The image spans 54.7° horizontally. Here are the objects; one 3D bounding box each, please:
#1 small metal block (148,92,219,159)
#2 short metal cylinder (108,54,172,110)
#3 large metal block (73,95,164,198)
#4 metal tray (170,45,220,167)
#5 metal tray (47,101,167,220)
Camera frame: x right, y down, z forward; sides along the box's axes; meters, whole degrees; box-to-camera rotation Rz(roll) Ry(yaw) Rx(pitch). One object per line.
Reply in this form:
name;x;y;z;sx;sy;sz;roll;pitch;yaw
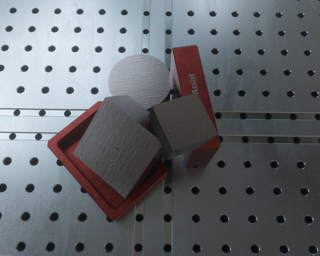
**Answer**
small metal block;0.023;-0.003;0.313;0.050;0.025;0.050;-19;71;-19
short metal cylinder;-0.026;-0.051;0.417;0.081;0.050;0.080;0;70;0
large metal block;-0.039;0.018;0.358;0.080;0.050;0.080;38;110;12
metal tray;0.039;-0.025;0.387;0.030;0.090;0.129;-9;70;-3
metal tray;-0.065;0.040;0.393;0.090;0.030;0.130;-41;76;-14
